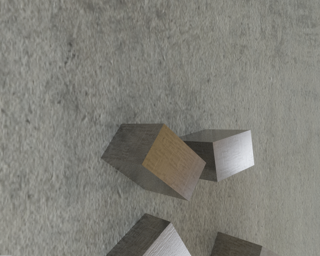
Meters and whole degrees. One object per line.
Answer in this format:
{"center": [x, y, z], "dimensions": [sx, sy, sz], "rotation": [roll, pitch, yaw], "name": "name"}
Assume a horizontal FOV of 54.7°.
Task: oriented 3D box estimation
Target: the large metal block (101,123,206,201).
{"center": [-0.008, 0.038, 0.364], "dimensions": [0.080, 0.080, 0.050], "rotation": [43, 64, -32], "name": "large metal block"}

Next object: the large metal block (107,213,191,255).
{"center": [-0.011, 0.167, 0.382], "dimensions": [0.080, 0.050, 0.080], "rotation": [-42, 116, -32], "name": "large metal block"}

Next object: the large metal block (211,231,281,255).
{"center": [0.138, 0.210, 0.489], "dimensions": [0.080, 0.080, 0.050], "rotation": [36, 68, -35], "name": "large metal block"}

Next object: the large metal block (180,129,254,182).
{"center": [0.071, 0.034, 0.431], "dimensions": [0.081, 0.080, 0.050], "rotation": [-14, 99, -40], "name": "large metal block"}
